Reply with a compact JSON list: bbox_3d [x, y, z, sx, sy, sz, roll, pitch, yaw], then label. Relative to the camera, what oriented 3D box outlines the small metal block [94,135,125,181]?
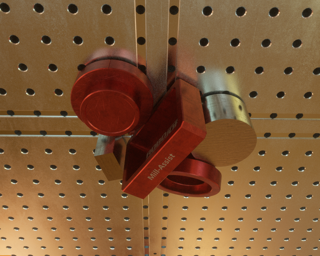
[{"bbox_3d":[-0.064,0.035,0.419,0.025,0.050,0.050,-12,129,10],"label":"small metal block"}]

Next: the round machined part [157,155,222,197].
[{"bbox_3d":[0.037,0.060,0.432,0.099,0.042,0.098,9,152,5],"label":"round machined part"}]

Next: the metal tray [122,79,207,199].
[{"bbox_3d":[0.001,0.014,0.376,0.030,0.090,0.129,26,125,-21],"label":"metal tray"}]

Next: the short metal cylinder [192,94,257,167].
[{"bbox_3d":[0.076,0.004,0.394,0.081,0.050,0.079,0,130,0],"label":"short metal cylinder"}]

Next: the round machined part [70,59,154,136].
[{"bbox_3d":[-0.057,-0.028,0.370,0.099,0.042,0.097,0,130,0],"label":"round machined part"}]
